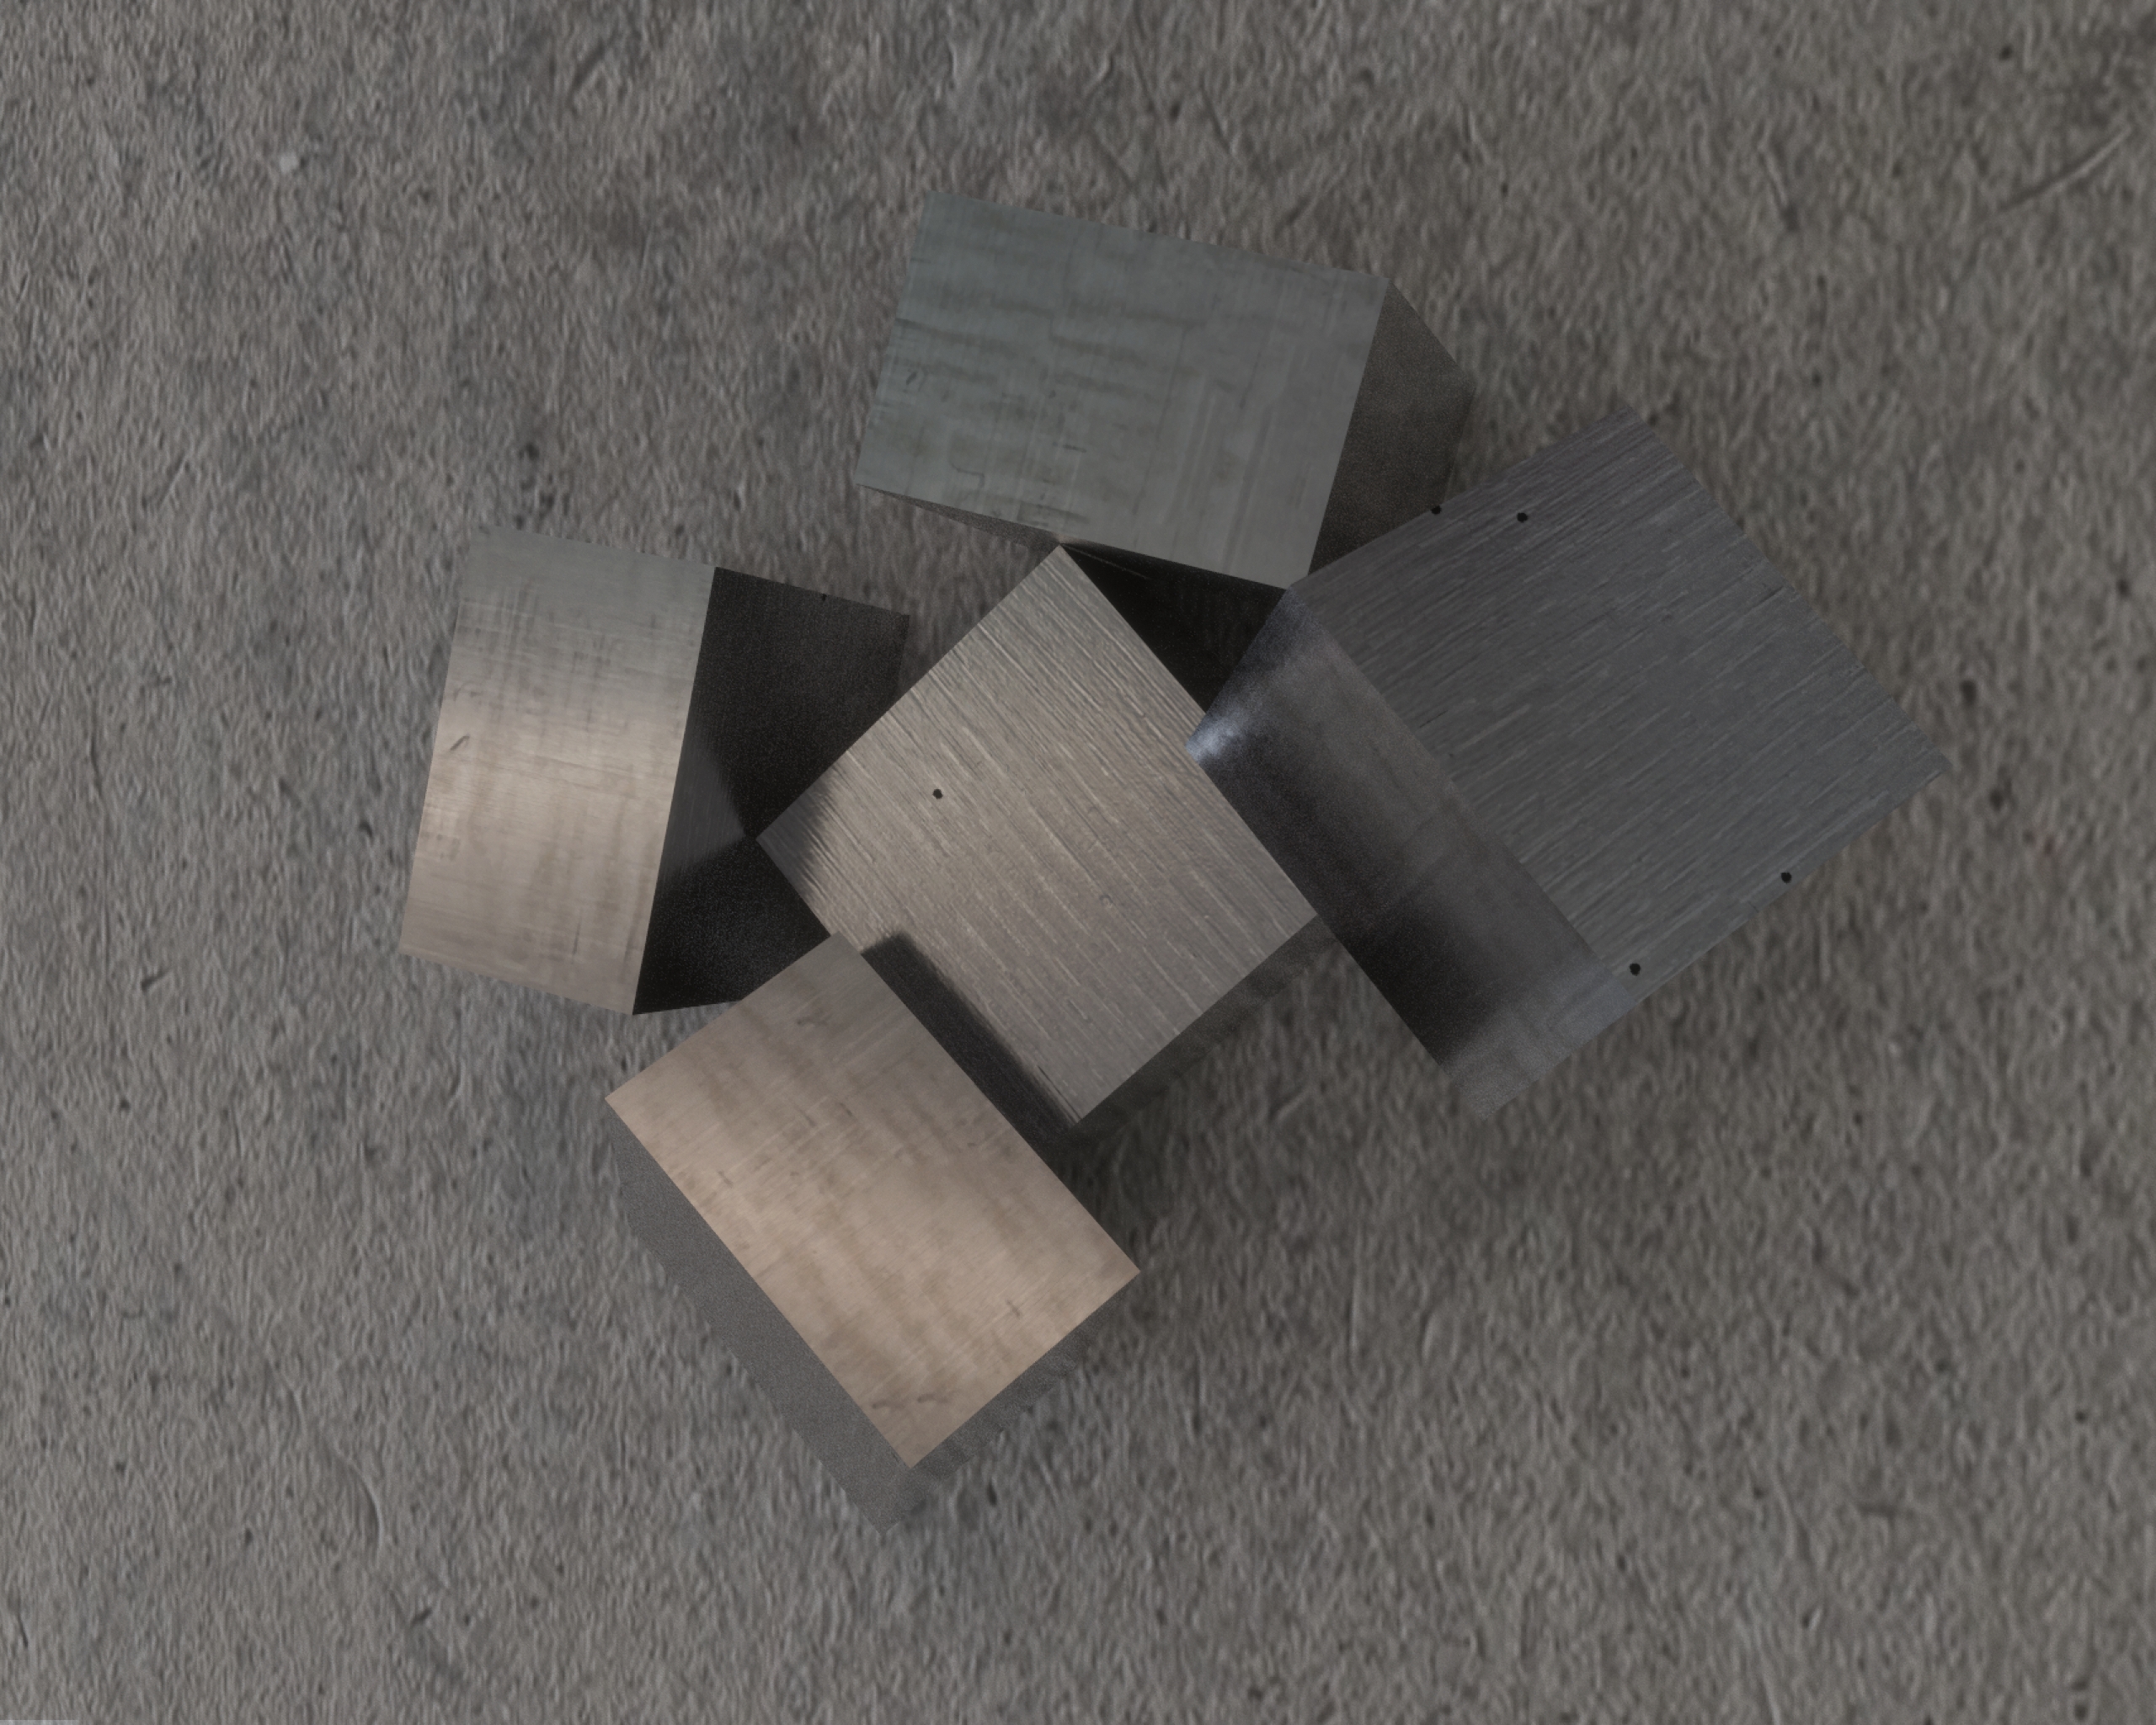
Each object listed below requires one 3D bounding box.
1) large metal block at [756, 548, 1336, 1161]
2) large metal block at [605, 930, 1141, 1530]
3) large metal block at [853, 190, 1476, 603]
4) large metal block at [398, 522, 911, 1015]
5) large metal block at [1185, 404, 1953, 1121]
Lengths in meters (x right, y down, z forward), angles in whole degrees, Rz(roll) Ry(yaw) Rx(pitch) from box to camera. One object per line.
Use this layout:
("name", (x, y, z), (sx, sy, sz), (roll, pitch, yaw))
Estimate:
("large metal block", (0.002, -0.001, 0.395), (0.080, 0.050, 0.080), (-43, 77, 15))
("large metal block", (-0.040, 0.071, 0.386), (0.050, 0.080, 0.080), (-37, 75, -23))
("large metal block", (0.019, -0.077, 0.373), (0.080, 0.080, 0.050), (17, 96, 19))
("large metal block", (-0.080, -0.018, 0.408), (0.050, 0.080, 0.079), (13, 94, 19))
("large metal block", (0.079, -0.018, 0.345), (0.081, 0.050, 0.080), (-31, 76, -29))
